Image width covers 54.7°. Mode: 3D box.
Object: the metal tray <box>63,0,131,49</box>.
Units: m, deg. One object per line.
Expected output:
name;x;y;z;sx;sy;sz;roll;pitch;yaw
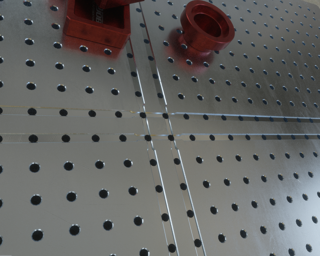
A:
metal tray;-0.093;-0.187;0.468;0.091;0.030;0.130;9;58;-24

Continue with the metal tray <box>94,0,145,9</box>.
metal tray;-0.086;-0.243;0.467;0.091;0.030;0.130;-31;79;-38

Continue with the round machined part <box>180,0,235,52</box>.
round machined part;0.079;-0.174;0.545;0.099;0.042;0.098;14;56;-21
